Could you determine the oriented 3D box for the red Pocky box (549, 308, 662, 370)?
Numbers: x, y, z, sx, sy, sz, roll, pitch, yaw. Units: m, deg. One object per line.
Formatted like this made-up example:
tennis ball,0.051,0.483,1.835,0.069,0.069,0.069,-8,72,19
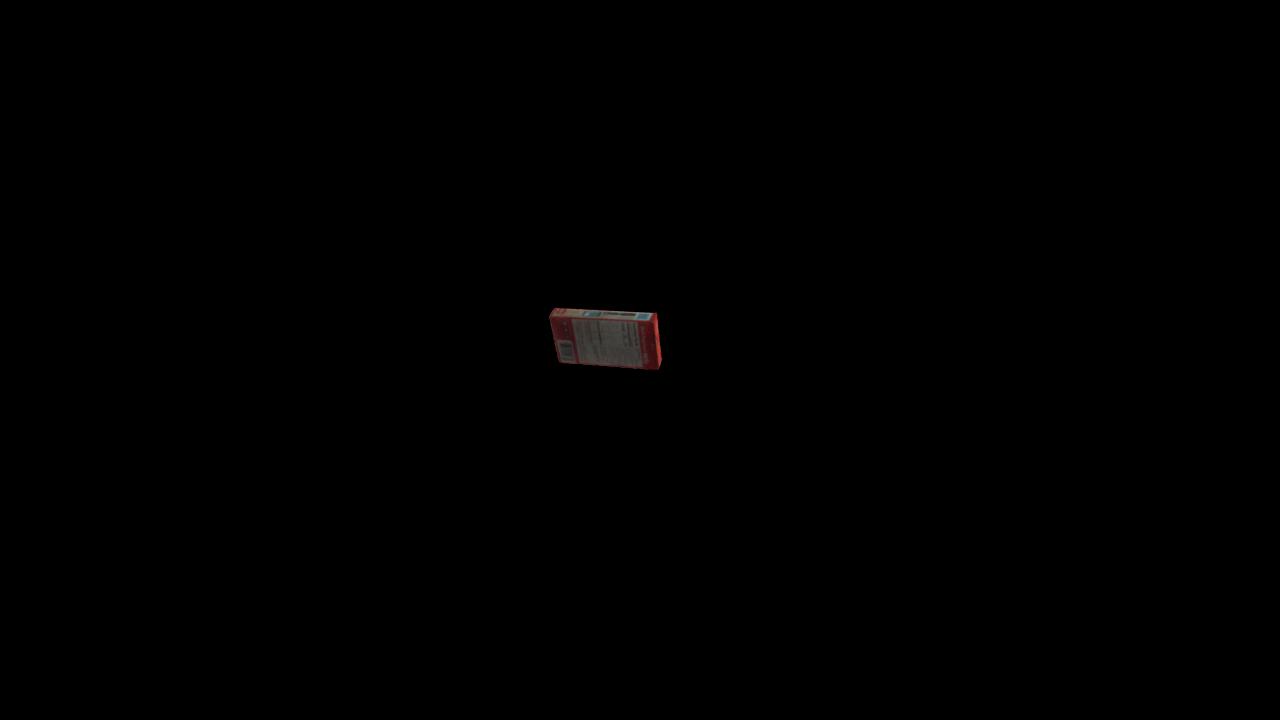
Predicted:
red Pocky box,-0.047,-0.030,0.873,0.155,0.083,0.028,4,35,16
